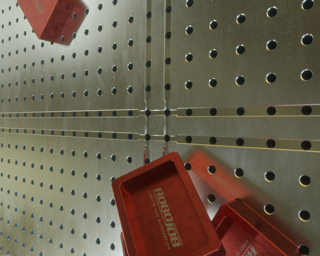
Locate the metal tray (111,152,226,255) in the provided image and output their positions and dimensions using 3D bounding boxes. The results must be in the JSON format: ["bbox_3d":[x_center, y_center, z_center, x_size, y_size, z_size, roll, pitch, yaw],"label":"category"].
[{"bbox_3d":[0.004,0.097,0.343,0.090,0.030,0.130,-25,46,1],"label":"metal tray"}]

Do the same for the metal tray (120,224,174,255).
[{"bbox_3d":[-0.010,0.189,0.384,0.090,0.030,0.129,-40,58,54],"label":"metal tray"}]

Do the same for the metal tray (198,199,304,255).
[{"bbox_3d":[0.080,0.156,0.338,0.090,0.030,0.129,39,113,32],"label":"metal tray"}]

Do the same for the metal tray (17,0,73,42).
[{"bbox_3d":[-0.220,-0.237,0.584,0.090,0.030,0.130,-50,61,28],"label":"metal tray"}]
